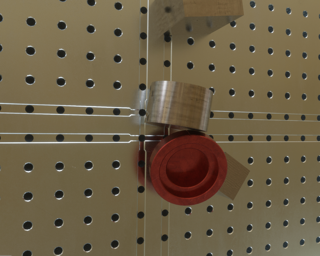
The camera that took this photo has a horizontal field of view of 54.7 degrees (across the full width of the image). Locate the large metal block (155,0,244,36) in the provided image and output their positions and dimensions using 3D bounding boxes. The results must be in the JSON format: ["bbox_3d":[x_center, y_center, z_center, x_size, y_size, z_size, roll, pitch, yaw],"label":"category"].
[{"bbox_3d":[0.048,-0.157,0.402,0.081,0.080,0.050,-9,94,-20],"label":"large metal block"}]

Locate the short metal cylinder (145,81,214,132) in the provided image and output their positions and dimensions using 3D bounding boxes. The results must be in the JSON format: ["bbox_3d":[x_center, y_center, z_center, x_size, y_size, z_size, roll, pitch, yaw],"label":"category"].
[{"bbox_3d":[0.024,-0.025,0.393,0.081,0.080,0.050,10,87,-20],"label":"short metal cylinder"}]

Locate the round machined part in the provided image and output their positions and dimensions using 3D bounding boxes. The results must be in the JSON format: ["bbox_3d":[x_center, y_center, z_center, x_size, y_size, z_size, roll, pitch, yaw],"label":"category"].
[{"bbox_3d":[0.034,0.048,0.407,0.099,0.042,0.097,-2,107,-7],"label":"round machined part"}]

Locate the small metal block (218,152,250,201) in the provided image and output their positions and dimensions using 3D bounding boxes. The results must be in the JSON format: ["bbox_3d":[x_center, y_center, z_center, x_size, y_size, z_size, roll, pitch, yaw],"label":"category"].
[{"bbox_3d":[0.094,0.068,0.449,0.050,0.025,0.050,37,78,-17],"label":"small metal block"}]
